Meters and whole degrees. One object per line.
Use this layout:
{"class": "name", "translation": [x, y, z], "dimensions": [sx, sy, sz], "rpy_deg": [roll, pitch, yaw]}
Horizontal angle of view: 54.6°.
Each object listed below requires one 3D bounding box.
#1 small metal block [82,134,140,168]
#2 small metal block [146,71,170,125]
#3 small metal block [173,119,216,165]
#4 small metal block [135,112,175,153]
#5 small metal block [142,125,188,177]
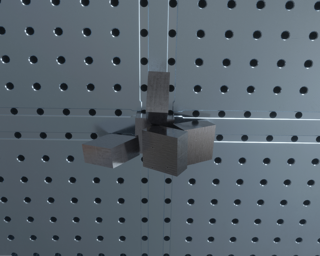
{"class": "small metal block", "translation": [-0.063, 0.028, 0.399], "dimensions": [0.050, 0.050, 0.025], "rpy_deg": [5, 108, 35]}
{"class": "small metal block", "translation": [-0.003, -0.035, 0.376], "dimensions": [0.025, 0.050, 0.050], "rpy_deg": [3, 74, 0]}
{"class": "small metal block", "translation": [0.044, 0.019, 0.409], "dimensions": [0.050, 0.025, 0.050], "rpy_deg": [-9, 113, -30]}
{"class": "small metal block", "translation": [-0.007, 0.007, 0.416], "dimensions": [0.050, 0.025, 0.050], "rpy_deg": [2, 110, -1]}
{"class": "small metal block", "translation": [0.006, 0.027, 0.384], "dimensions": [0.050, 0.025, 0.050], "rpy_deg": [12, 113, 31]}
